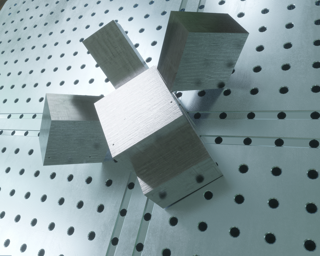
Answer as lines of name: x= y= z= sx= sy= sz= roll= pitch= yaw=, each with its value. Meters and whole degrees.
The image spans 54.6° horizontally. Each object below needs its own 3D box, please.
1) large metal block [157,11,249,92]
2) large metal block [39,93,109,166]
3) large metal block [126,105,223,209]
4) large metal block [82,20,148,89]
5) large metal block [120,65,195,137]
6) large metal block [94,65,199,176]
large metal block: x=0.050 y=-0.094 z=0.385 sx=0.081 sy=0.080 sz=0.050 roll=-7 pitch=47 yaw=-24
large metal block: x=-0.111 y=0.003 z=0.411 sx=0.050 sy=0.081 sz=0.080 roll=62 pitch=140 yaw=39
large metal block: x=0.014 y=0.034 z=0.364 sx=0.080 sy=0.050 sz=0.080 roll=-31 pitch=50 yaw=7
large metal block: x=-0.059 y=-0.104 z=0.449 sx=0.050 sy=0.080 sz=0.080 roll=-33 pitch=12 yaw=7
large metal block: x=-0.013 y=-0.023 z=0.415 sx=0.080 sy=0.050 sz=0.080 roll=-33 pitch=51 yaw=6
large metal block: x=-0.016 y=-0.008 z=0.341 sx=0.080 sy=0.050 sz=0.080 roll=-32 pitch=52 yaw=6
